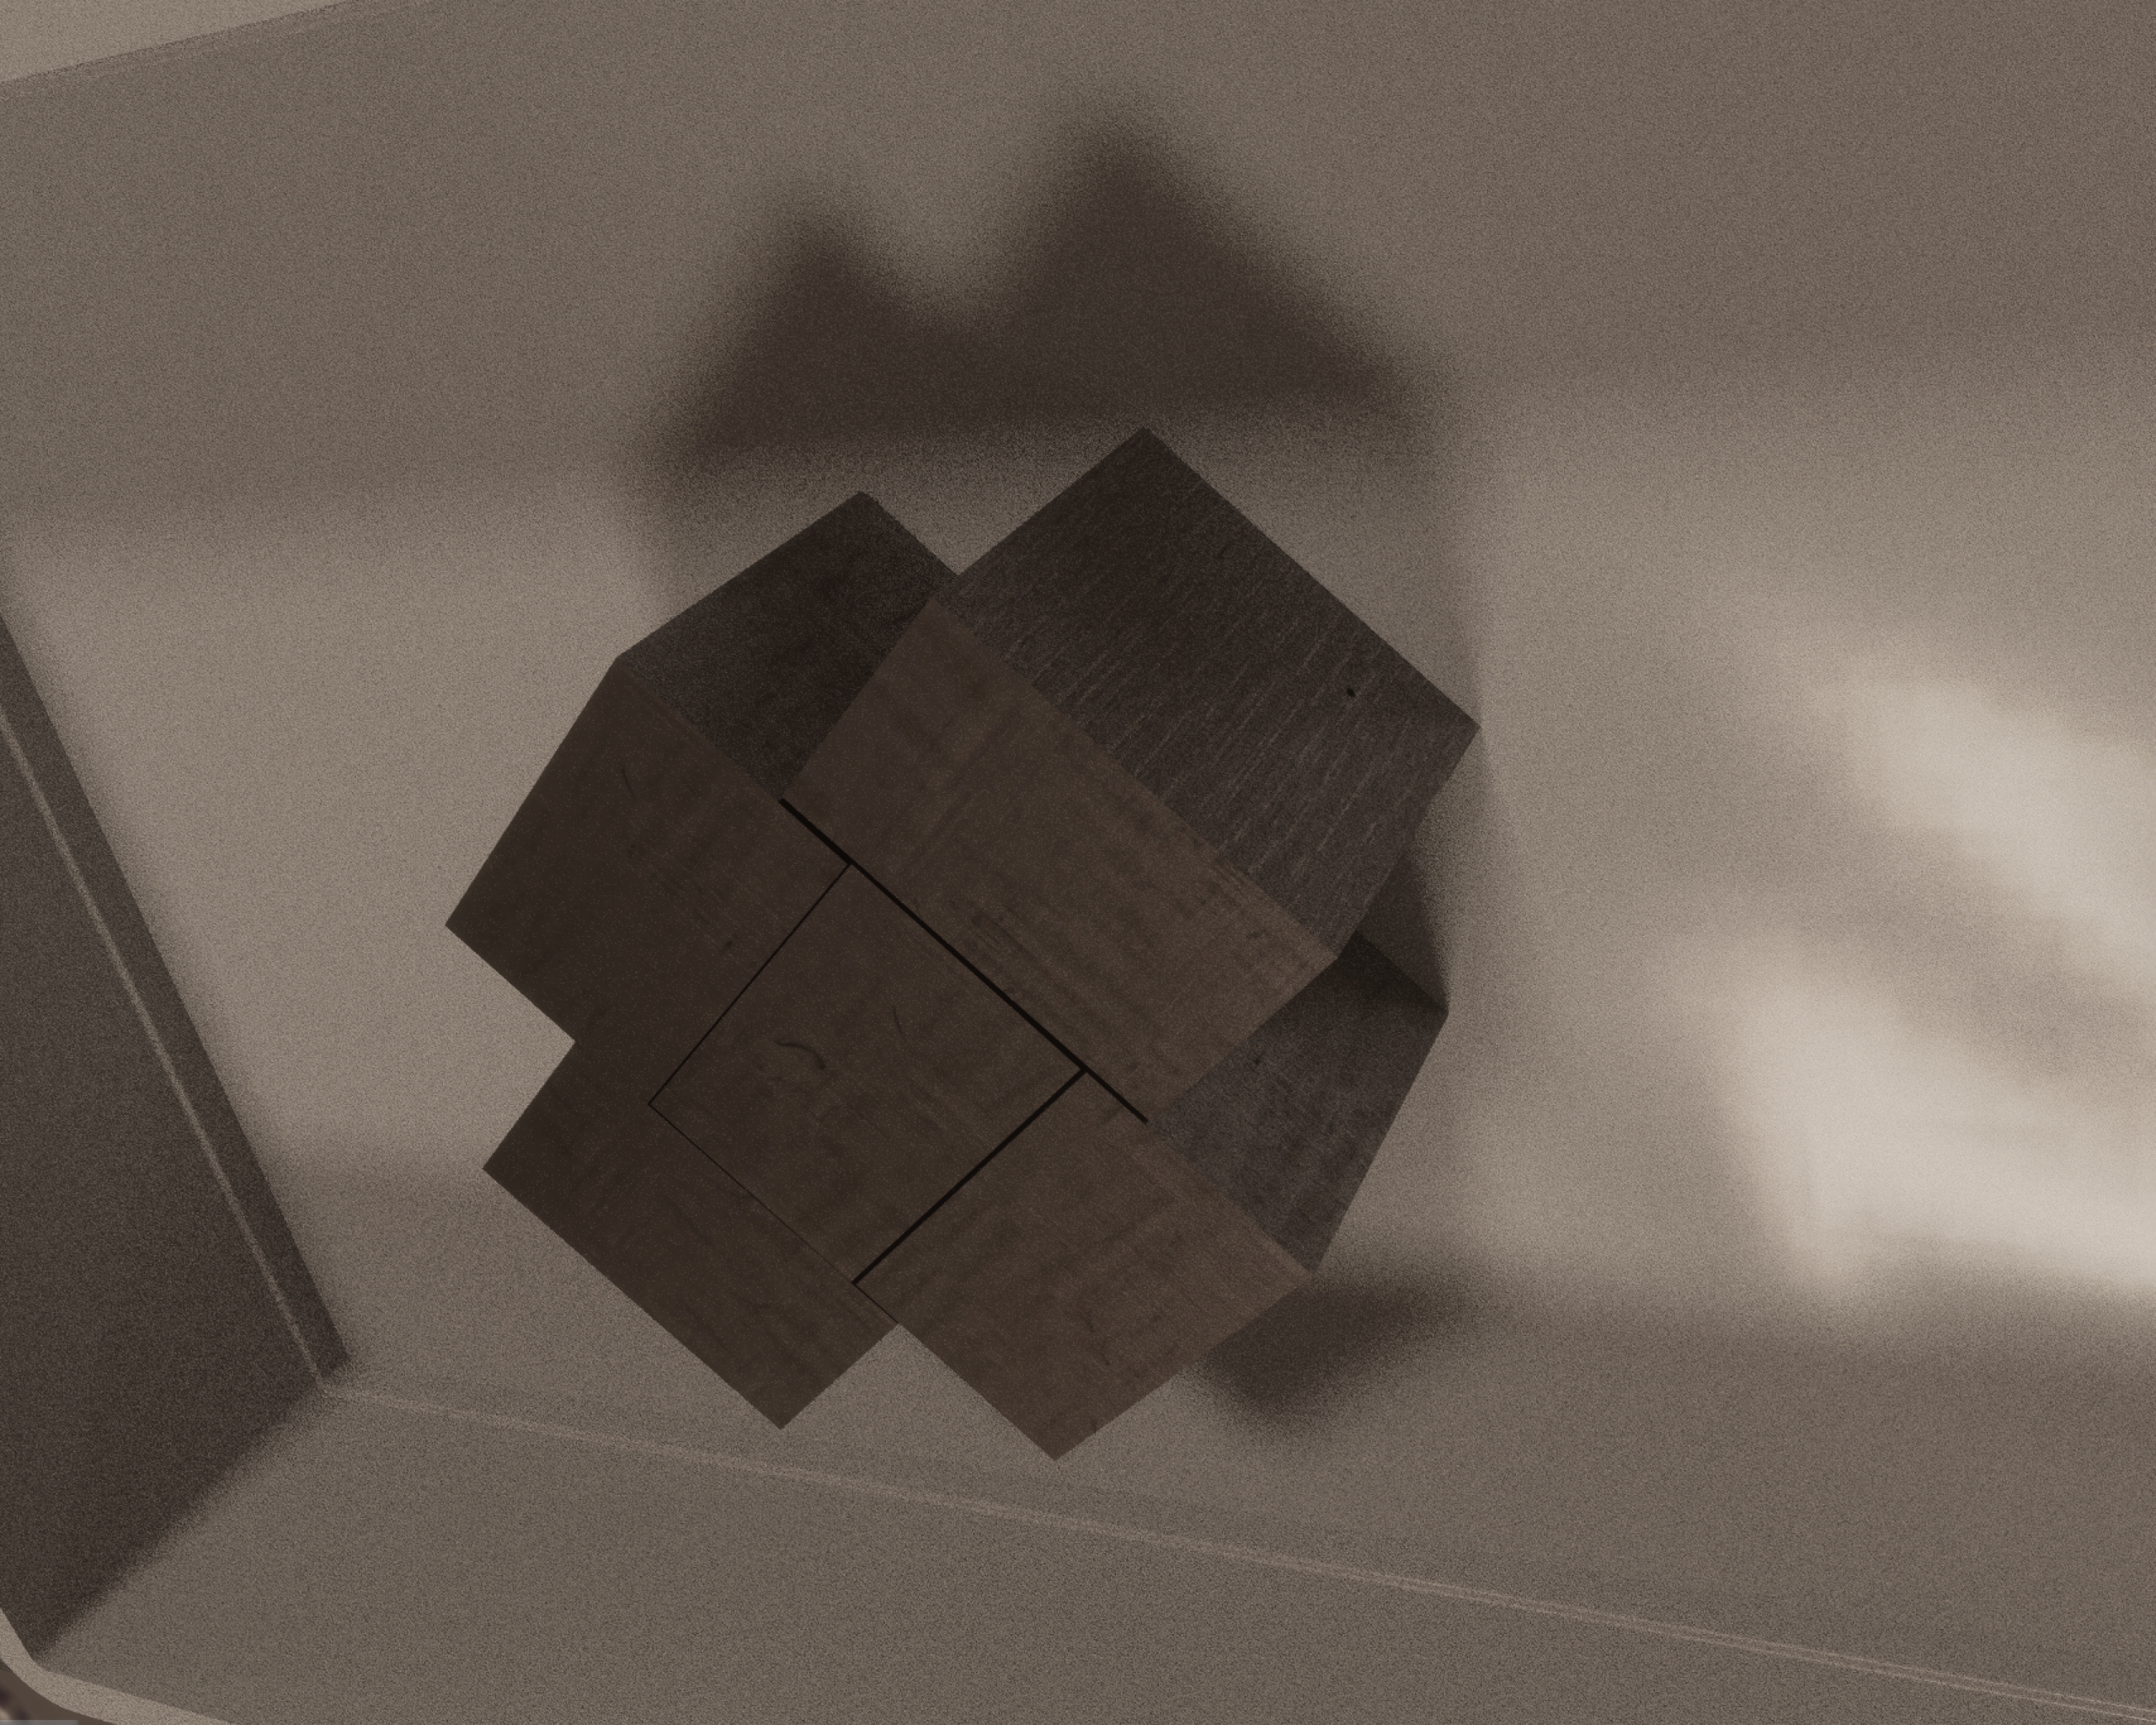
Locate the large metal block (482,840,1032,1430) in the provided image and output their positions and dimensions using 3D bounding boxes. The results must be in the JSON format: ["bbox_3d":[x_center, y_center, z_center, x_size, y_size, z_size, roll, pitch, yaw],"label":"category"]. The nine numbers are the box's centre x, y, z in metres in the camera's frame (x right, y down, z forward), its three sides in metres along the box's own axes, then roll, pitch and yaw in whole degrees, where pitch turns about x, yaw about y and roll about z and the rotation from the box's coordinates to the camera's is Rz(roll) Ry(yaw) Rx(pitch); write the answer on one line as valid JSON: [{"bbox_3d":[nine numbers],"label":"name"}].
[{"bbox_3d":[-0.060,0.055,0.436,0.080,0.080,0.050,42,129,-1],"label":"large metal block"}]

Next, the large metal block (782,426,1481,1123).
[{"bbox_3d":[0.012,-0.017,0.354,0.080,0.080,0.050,42,129,-1],"label":"large metal block"}]

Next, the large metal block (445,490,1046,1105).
[{"bbox_3d":[-0.061,-0.013,0.394,0.050,0.080,0.080,42,129,-1],"label":"large metal block"}]

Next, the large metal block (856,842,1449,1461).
[{"bbox_3d":[0.015,0.054,0.397,0.050,0.080,0.080,42,129,-1],"label":"large metal block"}]

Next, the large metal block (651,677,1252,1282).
[{"bbox_3d":[-0.023,0.020,0.395,0.050,0.080,0.080,42,129,-1],"label":"large metal block"}]
